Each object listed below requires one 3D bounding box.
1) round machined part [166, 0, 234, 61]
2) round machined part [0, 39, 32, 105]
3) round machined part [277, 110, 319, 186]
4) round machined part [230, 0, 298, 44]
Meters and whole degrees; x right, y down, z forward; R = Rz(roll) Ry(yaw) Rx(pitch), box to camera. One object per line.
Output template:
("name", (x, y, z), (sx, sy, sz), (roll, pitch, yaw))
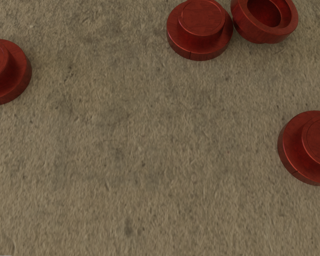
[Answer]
("round machined part", (0.059, -0.152, 0.455), (0.099, 0.042, 0.098), (0, 70, 0))
("round machined part", (-0.234, -0.083, 0.427), (0.099, 0.042, 0.098), (0, 70, -1))
("round machined part", (0.206, 0.022, 0.394), (0.099, 0.042, 0.098), (0, 70, -1))
("round machined part", (0.146, -0.163, 0.451), (0.099, 0.042, 0.098), (7, 66, -16))
